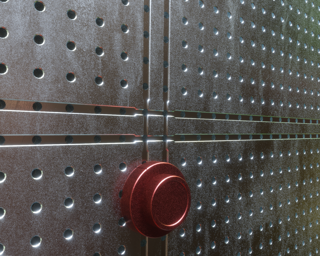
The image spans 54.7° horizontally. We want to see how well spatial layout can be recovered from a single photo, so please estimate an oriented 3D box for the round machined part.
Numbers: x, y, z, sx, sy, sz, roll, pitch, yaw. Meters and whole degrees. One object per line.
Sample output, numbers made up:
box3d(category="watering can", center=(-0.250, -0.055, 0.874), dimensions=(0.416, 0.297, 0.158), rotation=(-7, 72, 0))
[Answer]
box3d(category="round machined part", center=(0.002, 0.093, 0.402), dimensions=(0.099, 0.042, 0.097), rotation=(0, 90, -40))
